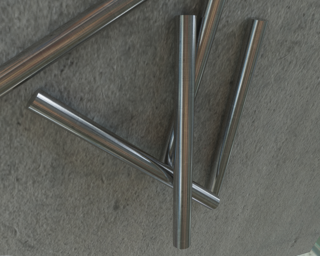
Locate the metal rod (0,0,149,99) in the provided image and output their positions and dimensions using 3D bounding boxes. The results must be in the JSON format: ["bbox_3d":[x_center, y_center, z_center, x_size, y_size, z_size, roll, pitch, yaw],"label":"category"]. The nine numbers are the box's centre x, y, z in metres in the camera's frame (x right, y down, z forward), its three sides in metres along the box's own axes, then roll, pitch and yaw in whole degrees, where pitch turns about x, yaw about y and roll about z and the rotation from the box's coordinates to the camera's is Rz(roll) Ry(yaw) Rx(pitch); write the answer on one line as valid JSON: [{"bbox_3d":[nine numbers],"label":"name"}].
[{"bbox_3d":[-0.118,-0.068,0.300,0.301,0.025,0.025,-35,129,-5],"label":"metal rod"}]

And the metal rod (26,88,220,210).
[{"bbox_3d":[-0.025,0.042,0.396,0.301,0.025,0.025,34,99,-32],"label":"metal rod"}]

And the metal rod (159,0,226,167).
[{"bbox_3d":[0.041,-0.065,0.390,0.025,0.025,0.298,0,118,-29],"label":"metal rod"}]

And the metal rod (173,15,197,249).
[{"bbox_3d":[0.030,0.017,0.389,0.025,0.025,0.298,-8,108,-25],"label":"metal rod"}]

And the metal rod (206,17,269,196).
[{"bbox_3d":[0.106,-0.008,0.462,0.025,0.025,0.298,-7,122,-26],"label":"metal rod"}]
